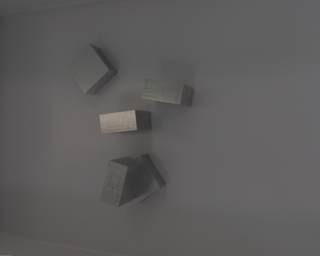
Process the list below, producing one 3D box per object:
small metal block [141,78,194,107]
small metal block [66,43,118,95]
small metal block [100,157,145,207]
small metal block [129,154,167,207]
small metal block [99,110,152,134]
[{"bbox_3d":[0.011,-0.044,0.393,0.050,0.050,0.025,11,94,19],"label":"small metal block"},{"bbox_3d":[-0.098,-0.083,0.445,0.050,0.025,0.050,-41,77,15],"label":"small metal block"},{"bbox_3d":[-0.046,0.065,0.387,0.025,0.050,0.050,15,95,19],"label":"small metal block"},{"bbox_3d":[-0.028,0.070,0.420,0.050,0.025,0.050,-36,79,16],"label":"small metal block"},{"bbox_3d":[-0.044,-0.007,0.413,0.050,0.050,0.025,-7,88,20],"label":"small metal block"}]
